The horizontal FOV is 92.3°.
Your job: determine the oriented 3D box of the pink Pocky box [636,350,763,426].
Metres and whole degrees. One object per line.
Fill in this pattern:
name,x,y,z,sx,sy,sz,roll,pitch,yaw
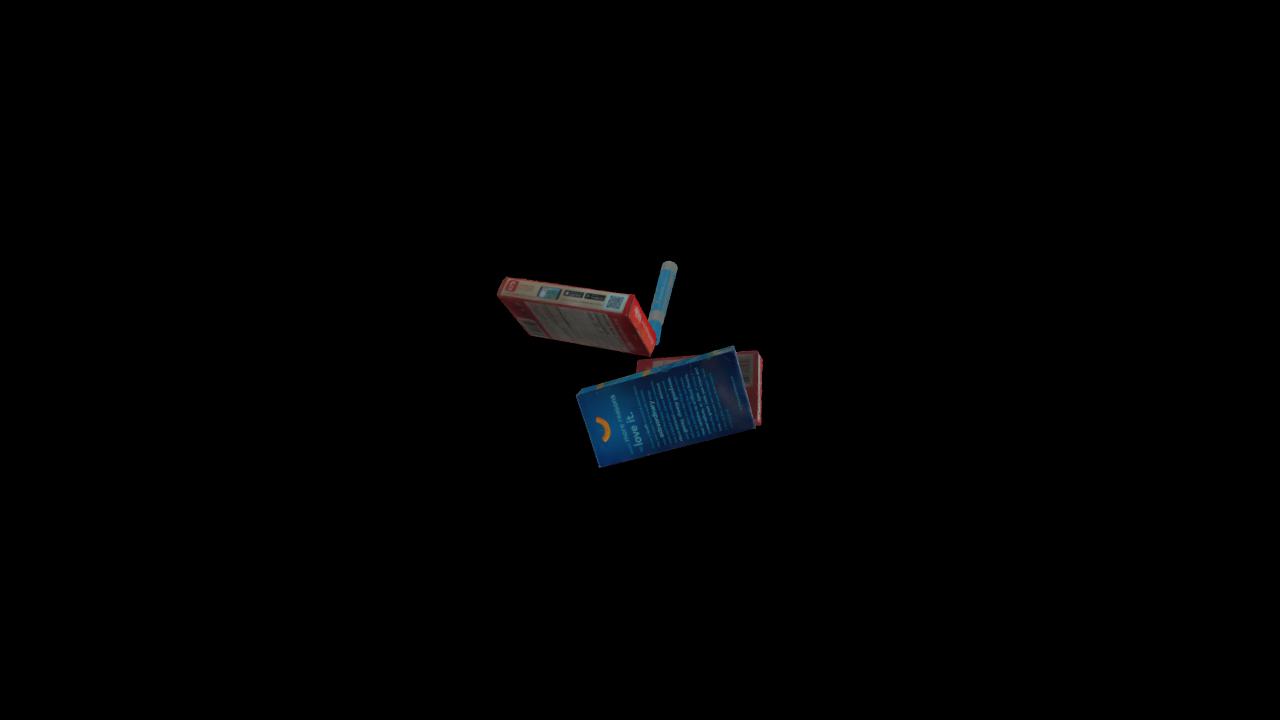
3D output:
pink Pocky box,0.067,0.037,0.730,0.155,0.084,0.029,-5,-23,24

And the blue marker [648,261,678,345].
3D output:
blue marker,0.022,-0.062,0.675,0.020,0.121,0.020,9,-38,7

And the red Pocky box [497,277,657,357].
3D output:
red Pocky box,-0.064,-0.045,0.636,0.155,0.028,0.083,11,-26,24

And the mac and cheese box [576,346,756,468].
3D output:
mac and cheese box,0.030,0.053,0.694,0.184,0.093,0.041,-15,10,10
